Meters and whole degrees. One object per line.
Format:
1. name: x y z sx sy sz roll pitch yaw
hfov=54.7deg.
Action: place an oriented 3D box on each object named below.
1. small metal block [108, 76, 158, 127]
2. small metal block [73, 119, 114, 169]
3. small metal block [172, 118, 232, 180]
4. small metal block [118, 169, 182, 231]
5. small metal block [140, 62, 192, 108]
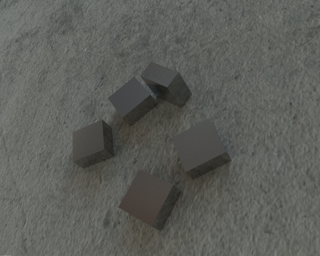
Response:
1. small metal block: -0.039 -0.039 0.447 0.050 0.025 0.050 -40 51 1
2. small metal block: -0.095 0.023 0.438 0.050 0.025 0.050 -22 54 14
3. small metal block: 0.048 0.025 0.363 0.050 0.025 0.050 -28 52 10
4. small metal block: -0.011 0.083 0.358 0.050 0.025 0.050 19 71 35
5. small metal block: 0.009 -0.058 0.417 0.050 0.050 0.025 28 78 37
